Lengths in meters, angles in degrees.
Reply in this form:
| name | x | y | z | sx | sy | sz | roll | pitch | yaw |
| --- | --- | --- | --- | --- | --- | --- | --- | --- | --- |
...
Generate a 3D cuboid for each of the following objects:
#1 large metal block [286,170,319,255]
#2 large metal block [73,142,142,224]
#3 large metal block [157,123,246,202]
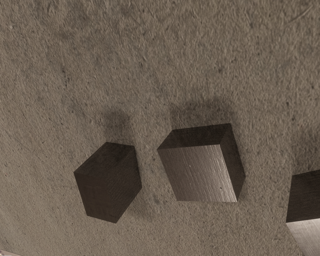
| name | x | y | z | sx | sy | sz | roll | pitch | yaw |
| --- | --- | --- | --- | --- | --- | --- | --- | --- | --- |
| large metal block | 0.186 | 0.085 | 0.325 | 0.080 | 0.080 | 0.050 | -23 | 106 | 36 |
| large metal block | -0.072 | 0.078 | 0.456 | 0.050 | 0.080 | 0.079 | 7 | 121 | 24 |
| large metal block | 0.054 | 0.045 | 0.389 | 0.080 | 0.050 | 0.080 | -7 | 115 | 31 |
